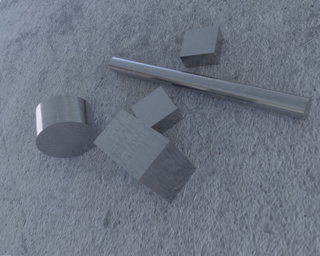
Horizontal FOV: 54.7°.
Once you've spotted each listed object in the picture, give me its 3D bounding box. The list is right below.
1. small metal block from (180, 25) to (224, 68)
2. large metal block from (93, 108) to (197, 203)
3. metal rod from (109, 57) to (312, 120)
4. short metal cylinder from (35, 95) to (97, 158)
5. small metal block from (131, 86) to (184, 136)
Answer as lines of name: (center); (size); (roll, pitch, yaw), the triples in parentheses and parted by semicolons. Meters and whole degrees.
small metal block: (0.060, -0.116, 0.443); (0.050, 0.025, 0.050); (-1, 61, 27)
large metal block: (-0.015, 0.033, 0.355); (0.080, 0.080, 0.050); (33, 80, 37)
metal rod: (0.042, -0.062, 0.418); (0.300, 0.025, 0.025); (20, 72, 35)
short metal cylinder: (-0.133, -0.001, 0.437); (0.080, 0.080, 0.050); (-28, 53, 10)
small metal block: (-0.004, -0.021, 0.417); (0.050, 0.025, 0.050); (-35, 51, 4)
